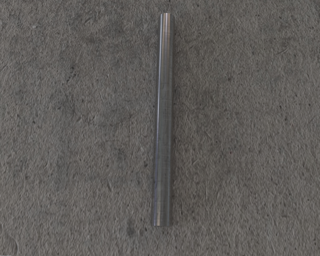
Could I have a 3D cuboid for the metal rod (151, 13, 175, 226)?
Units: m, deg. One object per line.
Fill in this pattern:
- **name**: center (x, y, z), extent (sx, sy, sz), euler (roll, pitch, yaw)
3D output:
- **metal rod**: center (0.006, -0.025, 0.417), extent (0.025, 0.025, 0.299), euler (2, 70, 1)
